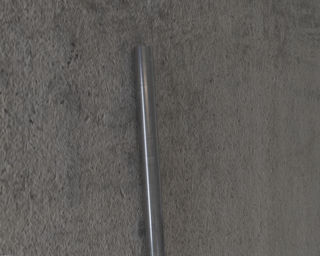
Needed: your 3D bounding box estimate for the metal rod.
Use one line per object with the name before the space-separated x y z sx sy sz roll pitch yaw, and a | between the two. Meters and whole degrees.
metal rod | -0.012 0.049 0.393 0.025 0.025 0.298 -6 94 -40
